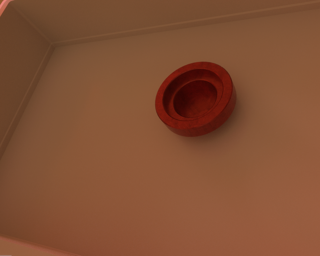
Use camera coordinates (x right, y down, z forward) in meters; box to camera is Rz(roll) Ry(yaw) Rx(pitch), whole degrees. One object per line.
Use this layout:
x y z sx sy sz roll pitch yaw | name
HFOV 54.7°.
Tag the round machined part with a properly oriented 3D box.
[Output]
0.047 -0.032 0.389 0.098 0.042 0.098 -13 56 20 | round machined part
